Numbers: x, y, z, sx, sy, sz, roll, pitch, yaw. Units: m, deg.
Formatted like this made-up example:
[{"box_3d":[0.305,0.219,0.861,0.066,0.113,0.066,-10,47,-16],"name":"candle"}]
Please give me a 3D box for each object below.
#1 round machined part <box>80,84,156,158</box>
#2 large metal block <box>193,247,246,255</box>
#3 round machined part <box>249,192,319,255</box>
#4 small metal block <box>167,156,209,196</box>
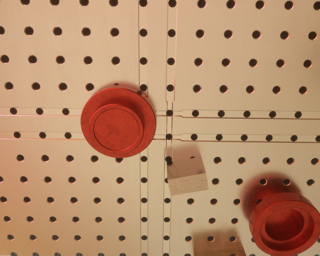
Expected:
[{"box_3d":[-0.054,-0.004,0.402,0.099,0.042,0.097,0,110,0],"name":"round machined part"},{"box_3d":[0.098,0.242,0.490,0.080,0.050,0.079,-6,110,2],"name":"large metal block"},{"box_3d":[0.180,0.137,0.456,0.099,0.042,0.097,0,110,0],"name":"round machined part"},{"box_3d":[0.037,0.065,0.424,0.050,0.050,0.025,-11,110,4],"name":"small metal block"}]
